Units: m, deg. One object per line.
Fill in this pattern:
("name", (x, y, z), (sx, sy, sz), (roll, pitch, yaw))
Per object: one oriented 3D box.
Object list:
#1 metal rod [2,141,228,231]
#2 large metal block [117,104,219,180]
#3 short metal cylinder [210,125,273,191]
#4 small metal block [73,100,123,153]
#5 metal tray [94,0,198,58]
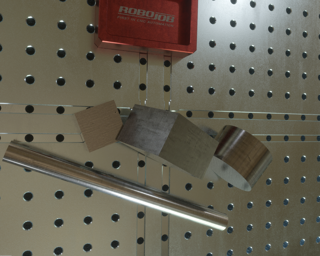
("metal rod", (-0.041, 0.081, 0.398), (0.302, 0.025, 0.025), (23, 82, -19))
("large metal block", (0.010, 0.016, 0.375), (0.080, 0.080, 0.050), (33, 78, -40))
("short metal cylinder", (0.104, 0.041, 0.423), (0.080, 0.080, 0.050), (44, 76, -15))
("small metal block", (-0.075, -0.003, 0.386), (0.050, 0.025, 0.050), (-22, 98, -19))
("metal tray", (-0.016, -0.146, 0.404), (0.131, 0.030, 0.089), (2, 89, -21))
